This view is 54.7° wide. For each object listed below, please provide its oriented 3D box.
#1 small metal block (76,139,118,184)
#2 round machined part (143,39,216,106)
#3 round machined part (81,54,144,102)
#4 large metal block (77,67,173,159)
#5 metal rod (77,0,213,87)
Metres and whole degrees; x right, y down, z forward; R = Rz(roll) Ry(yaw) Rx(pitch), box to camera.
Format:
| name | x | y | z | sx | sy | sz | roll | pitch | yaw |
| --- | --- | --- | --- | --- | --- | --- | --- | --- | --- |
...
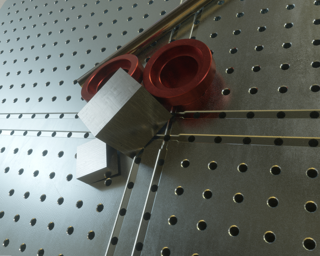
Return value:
| name | x | y | z | sx | sy | sz | roll | pitch | yaw |
| --- | --- | --- | --- | --- | --- | --- | --- | --- | --- |
| small metal block | -0.086 | 0.043 | 0.425 | 0.050 | 0.025 | 0.050 | -23 | 53 | 20 |
| round machined part | 0.029 | -0.071 | 0.426 | 0.098 | 0.042 | 0.098 | -13 | 56 | 21 |
| round machined part | -0.064 | -0.062 | 0.459 | 0.098 | 0.042 | 0.098 | -21 | 39 | 19 |
| large metal block | -0.043 | -0.017 | 0.401 | 0.080 | 0.080 | 0.050 | -48 | 52 | 1 |
| metal rod | -0.008 | -0.157 | 0.508 | 0.300 | 0.025 | 0.025 | -35 | 51 | 5 |
